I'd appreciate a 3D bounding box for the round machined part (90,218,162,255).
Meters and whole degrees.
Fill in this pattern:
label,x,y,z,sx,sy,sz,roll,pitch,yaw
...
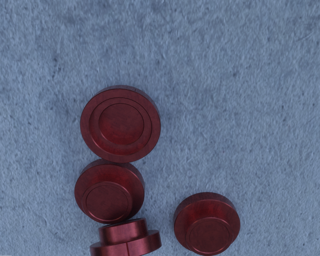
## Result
label,x,y,z,sx,sy,sz,roll,pitch,yaw
round machined part,-0.050,0.154,0.436,0.099,0.098,0.042,-13,78,4

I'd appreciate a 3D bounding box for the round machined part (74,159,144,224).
label,x,y,z,sx,sy,sz,roll,pitch,yaw
round machined part,-0.071,0.095,0.435,0.099,0.042,0.097,0,110,-1

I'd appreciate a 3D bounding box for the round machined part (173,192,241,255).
label,x,y,z,sx,sy,sz,roll,pitch,yaw
round machined part,0.070,0.148,0.456,0.099,0.042,0.097,0,110,-1

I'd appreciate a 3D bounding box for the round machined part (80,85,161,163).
label,x,y,z,sx,sy,sz,roll,pitch,yaw
round machined part,-0.048,-0.008,0.397,0.099,0.042,0.097,0,110,-1
